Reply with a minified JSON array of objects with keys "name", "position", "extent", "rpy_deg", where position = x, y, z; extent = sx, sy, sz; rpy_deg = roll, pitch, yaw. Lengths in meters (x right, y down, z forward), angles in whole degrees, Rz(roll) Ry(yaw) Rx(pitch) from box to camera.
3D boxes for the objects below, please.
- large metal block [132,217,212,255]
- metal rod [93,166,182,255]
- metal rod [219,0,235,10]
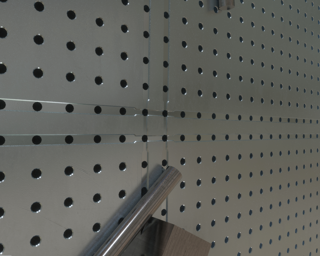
[{"name":"large metal block","position":[0.012,0.172,0.406],"extent":[0.080,0.050,0.080],"rpy_deg":[38,67,-34]},{"name":"metal rod","position":[-0.069,0.156,0.353],"extent":[0.301,0.025,0.025],"rpy_deg":[-47,118,-30]},{"name":"metal rod","position":[0.098,-0.343,0.493],"extent":[0.025,0.025,0.298],"rpy_deg":[-7,95,-40]}]
